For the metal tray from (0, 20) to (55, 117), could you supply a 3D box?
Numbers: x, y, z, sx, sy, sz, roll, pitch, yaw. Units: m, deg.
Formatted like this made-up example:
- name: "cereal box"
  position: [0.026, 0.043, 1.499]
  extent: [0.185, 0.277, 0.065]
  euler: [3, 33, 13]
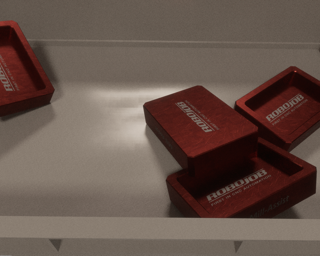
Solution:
- name: "metal tray"
  position: [-0.215, -0.083, 0.421]
  extent: [0.091, 0.030, 0.130]
  euler: [-23, 77, -39]

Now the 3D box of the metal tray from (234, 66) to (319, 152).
- name: "metal tray"
  position: [0.176, -0.028, 0.427]
  extent: [0.131, 0.030, 0.090]
  euler: [-31, 57, -24]

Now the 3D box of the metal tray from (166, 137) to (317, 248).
- name: "metal tray"
  position: [0.084, 0.060, 0.328]
  extent: [0.131, 0.030, 0.090]
  euler: [-21, 28, -18]

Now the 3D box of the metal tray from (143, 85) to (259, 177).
- name: "metal tray"
  position: [0.045, -0.004, 0.383]
  extent: [0.091, 0.030, 0.130]
  euler: [-20, 37, -17]
